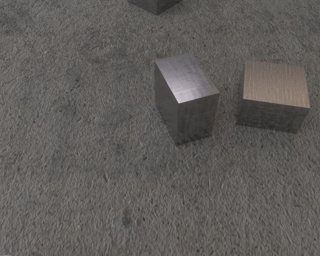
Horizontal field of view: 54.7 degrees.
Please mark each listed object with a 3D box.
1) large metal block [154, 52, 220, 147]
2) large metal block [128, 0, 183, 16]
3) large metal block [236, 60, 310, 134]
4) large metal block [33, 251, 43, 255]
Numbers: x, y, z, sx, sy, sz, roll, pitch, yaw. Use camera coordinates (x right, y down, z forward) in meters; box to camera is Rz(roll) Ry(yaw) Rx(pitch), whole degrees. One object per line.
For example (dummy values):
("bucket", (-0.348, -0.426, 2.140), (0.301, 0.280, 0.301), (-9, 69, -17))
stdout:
("large metal block", (0.030, -0.037, 0.398), (0.050, 0.080, 0.080), (-16, 52, -13))
("large metal block", (-0.009, -0.278, 0.620), (0.080, 0.050, 0.080), (34, 58, 25))
("large metal block", (0.151, -0.044, 0.425), (0.080, 0.050, 0.080), (9, 51, 7))
("large metal block", (-0.091, 0.163, 0.249), (0.080, 0.050, 0.080), (24, 54, 18))
